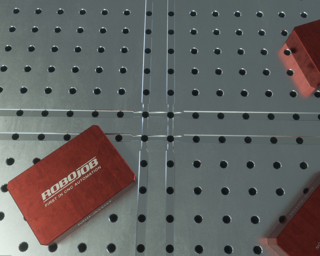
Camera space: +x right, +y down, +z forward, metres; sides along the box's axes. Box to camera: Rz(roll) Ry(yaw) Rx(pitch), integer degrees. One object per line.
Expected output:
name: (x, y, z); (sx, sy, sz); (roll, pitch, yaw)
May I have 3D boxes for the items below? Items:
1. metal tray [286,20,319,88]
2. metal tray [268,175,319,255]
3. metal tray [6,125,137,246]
metal tray: (0.267, -0.121, 0.455); (0.131, 0.030, 0.090); (-18, 71, -7)
metal tray: (0.205, 0.119, 0.367); (0.090, 0.030, 0.130); (43, 75, 14)
metal tray: (-0.106, 0.068, 0.384); (0.130, 0.030, 0.090); (-36, 74, -12)
